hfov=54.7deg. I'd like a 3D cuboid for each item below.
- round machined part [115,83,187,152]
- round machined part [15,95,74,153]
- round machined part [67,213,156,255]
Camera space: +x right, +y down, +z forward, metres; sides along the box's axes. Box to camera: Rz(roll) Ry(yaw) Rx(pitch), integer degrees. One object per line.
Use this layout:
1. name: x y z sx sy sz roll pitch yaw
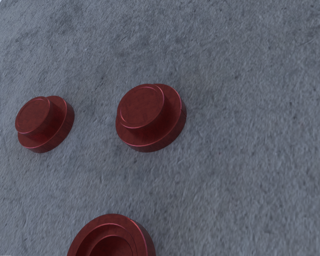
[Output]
1. round machined part: -0.018 -0.020 0.413 0.098 0.042 0.098 -13 56 20
2. round machined part: -0.191 -0.012 0.498 0.098 0.042 0.098 -13 56 20
3. round machined part: -0.048 0.145 0.328 0.098 0.042 0.098 -13 56 20
